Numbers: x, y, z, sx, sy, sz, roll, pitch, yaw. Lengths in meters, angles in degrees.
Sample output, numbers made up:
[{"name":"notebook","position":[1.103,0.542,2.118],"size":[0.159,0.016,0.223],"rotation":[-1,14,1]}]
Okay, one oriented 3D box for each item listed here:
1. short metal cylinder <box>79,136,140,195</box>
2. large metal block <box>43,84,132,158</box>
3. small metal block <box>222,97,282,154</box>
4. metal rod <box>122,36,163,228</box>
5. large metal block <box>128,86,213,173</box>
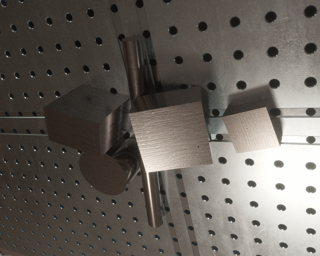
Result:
[{"name":"short metal cylinder","position":[-0.073,0.054,0.465],"size":[0.080,0.050,0.079],"rotation":[13,124,20]},{"name":"large metal block","position":[-0.092,-0.013,0.414],"size":[0.080,0.080,0.050],"rotation":[16,125,19]},{"name":"small metal block","position":[0.106,-0.002,0.354],"size":[0.050,0.025,0.050],"rotation":[-14,112,33]},{"name":"metal rod","position":[-0.019,0.025,0.435],"size":[0.025,0.025,0.298],"rotation":[8,122,23]},{"name":"large metal block","position":[0.016,0.002,0.371],"size":[0.080,0.050,0.080],"rotation":[-9,115,11]}]
